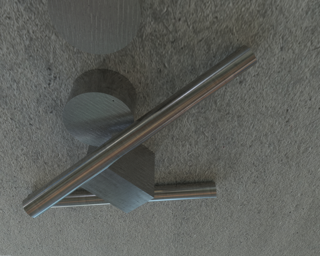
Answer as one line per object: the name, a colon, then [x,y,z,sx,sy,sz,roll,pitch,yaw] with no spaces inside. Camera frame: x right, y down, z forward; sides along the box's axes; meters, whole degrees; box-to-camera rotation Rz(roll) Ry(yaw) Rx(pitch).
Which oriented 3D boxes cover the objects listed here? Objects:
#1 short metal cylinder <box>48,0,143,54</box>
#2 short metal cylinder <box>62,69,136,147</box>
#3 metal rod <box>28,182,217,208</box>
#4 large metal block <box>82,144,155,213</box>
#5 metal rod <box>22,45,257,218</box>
short metal cylinder: [-0.057,-0.117,0.290,0.081,0.050,0.079,0,130,0]
short metal cylinder: [-0.070,-0.023,0.370,0.081,0.050,0.079,0,130,0]
metal rod: [-0.062,0.109,0.499,0.302,0.025,0.025,-4,130,3]
large metal block: [-0.053,0.054,0.416,0.050,0.080,0.080,-35,122,26]
metal rod: [-0.024,0.005,0.347,0.301,0.025,0.025,-35,124,2]
